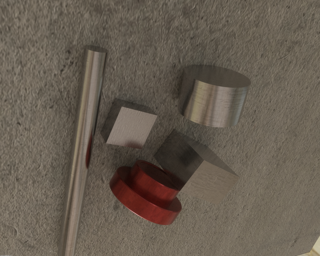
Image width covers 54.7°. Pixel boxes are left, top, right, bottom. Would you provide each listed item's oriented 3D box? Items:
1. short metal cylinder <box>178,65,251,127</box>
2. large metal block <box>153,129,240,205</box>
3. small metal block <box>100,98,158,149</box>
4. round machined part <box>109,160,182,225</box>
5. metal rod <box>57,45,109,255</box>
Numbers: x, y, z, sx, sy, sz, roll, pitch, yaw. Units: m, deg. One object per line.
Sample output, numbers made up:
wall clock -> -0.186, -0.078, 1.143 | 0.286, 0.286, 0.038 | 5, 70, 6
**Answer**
short metal cylinder -> 0.066, -0.042, 0.383 | 0.081, 0.080, 0.050 | -5, 121, -26
large metal block -> 0.050, 0.054, 0.434 | 0.080, 0.080, 0.050 | 27, 103, -38
small metal block -> -0.039, -0.005, 0.384 | 0.050, 0.025, 0.050 | 13, 112, -34
round machined part -> -0.012, 0.077, 0.403 | 0.098, 0.098, 0.042 | 26, 99, -38
metal rod -> -0.100, 0.049, 0.383 | 0.025, 0.025, 0.298 | 0, 119, -29
